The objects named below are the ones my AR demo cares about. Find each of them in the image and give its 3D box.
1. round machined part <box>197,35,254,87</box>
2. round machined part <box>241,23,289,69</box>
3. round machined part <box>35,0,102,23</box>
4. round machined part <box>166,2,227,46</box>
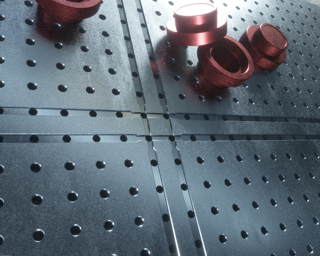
[{"bbox_3d":[0.104,-0.108,0.518,0.099,0.042,0.098,13,56,-21],"label":"round machined part"},{"bbox_3d":[0.213,-0.168,0.613,0.099,0.042,0.098,13,56,-21],"label":"round machined part"},{"bbox_3d":[-0.134,-0.190,0.441,0.099,0.042,0.098,13,56,-21],"label":"round machined part"},{"bbox_3d":[0.058,-0.172,0.500,0.098,0.042,0.098,-6,37,4],"label":"round machined part"}]
